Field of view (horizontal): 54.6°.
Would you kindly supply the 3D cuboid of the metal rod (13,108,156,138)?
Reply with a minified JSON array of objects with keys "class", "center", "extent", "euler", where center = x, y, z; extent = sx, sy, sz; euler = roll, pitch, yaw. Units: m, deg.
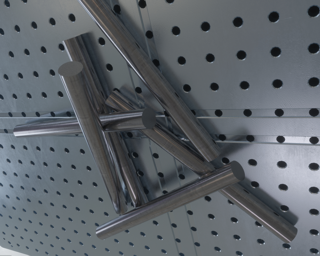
[{"class":"metal rod","center":[-0.129,-0.002,0.453],"extent":[0.300,0.025,0.025],"euler":[-4,117,39]}]

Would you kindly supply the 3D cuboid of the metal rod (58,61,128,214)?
[{"class":"metal rod","center":[-0.078,0.039,0.422],"extent":[0.025,0.025,0.299],"euler":[16,142,19]}]

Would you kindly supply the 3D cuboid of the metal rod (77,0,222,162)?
[{"class":"metal rod","center":[-0.025,-0.080,0.375],"extent":[0.025,0.025,0.300],"euler":[-32,101,38]}]

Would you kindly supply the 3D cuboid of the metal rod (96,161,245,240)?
[{"class":"metal rod","center":[-0.006,0.117,0.452],"extent":[0.025,0.025,0.299],"euler":[50,129,-7]}]

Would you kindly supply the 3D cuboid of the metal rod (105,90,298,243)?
[{"class":"metal rod","center":[0.053,0.050,0.414],"extent":[0.300,0.025,0.025],"euler":[37,129,3]}]

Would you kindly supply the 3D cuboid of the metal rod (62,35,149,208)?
[{"class":"metal rod","center":[-0.068,0.014,0.456],"extent":[0.025,0.025,0.299],"euler":[-5,116,31]}]
